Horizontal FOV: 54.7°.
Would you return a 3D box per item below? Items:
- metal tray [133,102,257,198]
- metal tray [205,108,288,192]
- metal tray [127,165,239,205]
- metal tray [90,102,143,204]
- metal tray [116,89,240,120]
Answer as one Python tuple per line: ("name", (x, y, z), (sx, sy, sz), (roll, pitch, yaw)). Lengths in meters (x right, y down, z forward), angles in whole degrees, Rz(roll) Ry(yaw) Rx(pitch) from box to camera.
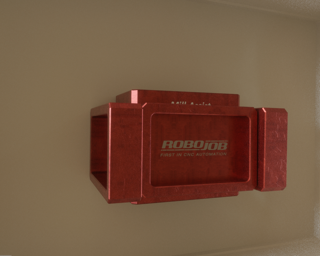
("metal tray", (0.039, 0.021, 0.324), (0.131, 0.030, 0.089), (1, 89, -20))
("metal tray", (0.101, 0.022, 0.389), (0.030, 0.130, 0.089), (1, 90, -20))
("metal tray", (0.018, 0.064, 0.379), (0.131, 0.090, 0.030), (0, 90, -20))
("metal tray", (-0.052, 0.021, 0.334), (0.030, 0.130, 0.089), (1, 91, -20))
("metal tray", (0.019, -0.025, 0.380), (0.131, 0.090, 0.030), (0, 91, -20))
